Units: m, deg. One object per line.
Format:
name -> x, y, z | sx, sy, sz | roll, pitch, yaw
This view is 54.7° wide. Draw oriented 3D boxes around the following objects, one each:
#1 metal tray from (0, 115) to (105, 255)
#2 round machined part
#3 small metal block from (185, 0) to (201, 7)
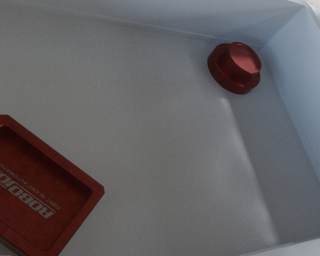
metal tray -> -0.132, 0.058, 0.296 | 0.130, 0.030, 0.090 | 38, 51, -3
round machined part -> 0.135, -0.110, 0.538 | 0.099, 0.042, 0.098 | 14, 56, -21
small metal block -> 0.075, -0.275, 0.603 | 0.025, 0.050, 0.050 | 21, 54, -16
